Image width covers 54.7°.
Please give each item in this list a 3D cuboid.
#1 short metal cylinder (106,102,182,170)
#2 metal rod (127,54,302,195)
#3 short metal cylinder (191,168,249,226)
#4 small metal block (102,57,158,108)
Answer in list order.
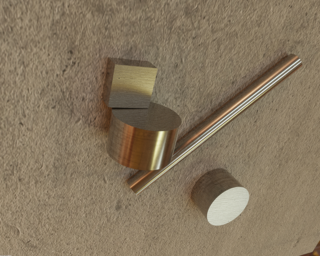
[{"bbox_3d":[-0.020,0.006,0.364,0.081,0.080,0.050,-2,119,-28],"label":"short metal cylinder"},{"bbox_3d":[0.080,-0.007,0.446,0.301,0.025,0.025,-38,129,-3],"label":"metal rod"},{"bbox_3d":[0.100,0.114,0.516,0.081,0.050,0.079,-14,124,-21],"label":"short metal cylinder"},{"bbox_3d":[-0.035,-0.051,0.356,0.050,0.025,0.050,0,119,-28],"label":"small metal block"}]
